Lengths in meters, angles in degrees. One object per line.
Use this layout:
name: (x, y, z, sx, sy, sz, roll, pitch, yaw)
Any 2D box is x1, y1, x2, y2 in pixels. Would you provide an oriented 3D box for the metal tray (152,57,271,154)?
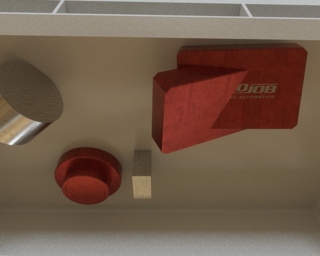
metal tray: (0.057, -0.028, 0.349, 0.131, 0.030, 0.089, -15, 134, -20)

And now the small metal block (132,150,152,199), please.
small metal block: (-0.025, 0.067, 0.450, 0.025, 0.050, 0.050, 0, 130, -1)

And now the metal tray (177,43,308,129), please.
metal tray: (0.086, -0.045, 0.345, 0.131, 0.030, 0.089, 0, 115, 7)

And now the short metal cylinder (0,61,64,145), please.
short metal cylinder: (-0.158, -0.027, 0.347, 0.050, 0.080, 0.080, -34, 123, 25)

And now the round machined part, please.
round machined part: (-0.108, 0.078, 0.463, 0.099, 0.042, 0.097, -1, 130, 0)
